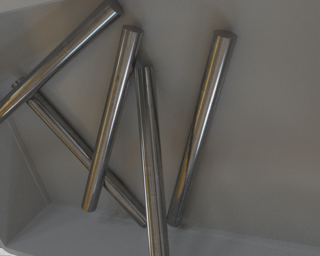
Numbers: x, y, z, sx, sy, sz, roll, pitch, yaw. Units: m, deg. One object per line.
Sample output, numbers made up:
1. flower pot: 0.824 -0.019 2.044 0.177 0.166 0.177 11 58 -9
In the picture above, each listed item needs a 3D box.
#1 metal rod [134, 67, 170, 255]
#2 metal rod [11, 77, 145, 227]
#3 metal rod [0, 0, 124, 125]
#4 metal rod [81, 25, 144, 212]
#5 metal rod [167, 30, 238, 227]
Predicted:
1. metal rod: -0.007 0.077 0.381 0.025 0.025 0.298 -3 92 29
2. metal rod: -0.121 0.042 0.495 0.300 0.025 0.025 49 128 -7
3. metal rod: -0.162 -0.073 0.423 0.299 0.025 0.025 -30 102 30
4. metal rod: -0.073 0.008 0.429 0.025 0.025 0.298 26 121 11
5. metal rod: 0.044 0.025 0.399 0.025 0.025 0.298 21 126 15
